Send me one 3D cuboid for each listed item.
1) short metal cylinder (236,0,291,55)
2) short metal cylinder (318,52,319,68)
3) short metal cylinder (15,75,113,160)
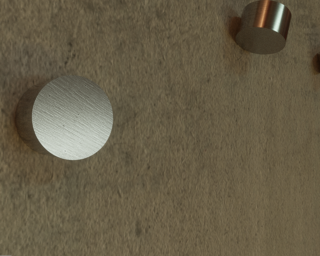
[{"bbox_3d":[0.172,-0.165,0.516,0.080,0.080,0.050,27,73,-37],"label":"short metal cylinder"},{"bbox_3d":[0.417,-0.159,0.723,0.081,0.080,0.050,-27,107,-37],"label":"short metal cylinder"},{"bbox_3d":[-0.095,-0.010,0.310,0.081,0.050,0.079,0,90,-40],"label":"short metal cylinder"}]
